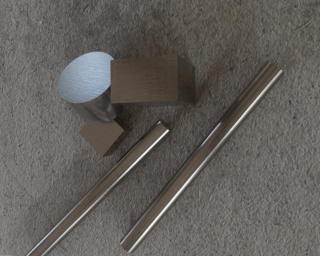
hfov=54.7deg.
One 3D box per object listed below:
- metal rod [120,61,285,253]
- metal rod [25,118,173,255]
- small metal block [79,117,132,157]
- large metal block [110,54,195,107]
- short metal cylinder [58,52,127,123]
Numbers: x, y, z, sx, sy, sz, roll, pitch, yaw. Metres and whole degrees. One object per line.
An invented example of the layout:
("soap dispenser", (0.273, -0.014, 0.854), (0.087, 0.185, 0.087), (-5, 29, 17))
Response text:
("metal rod", (0.045, 0.045, 0.392), (0.025, 0.025, 0.299), (41, 102, 15))
("metal rod", (-0.094, 0.099, 0.440), (0.299, 0.025, 0.025), (-45, 76, 14))
("small metal block", (-0.077, 0.005, 0.435), (0.050, 0.025, 0.050), (44, 103, 14))
("large metal block", (-0.005, -0.054, 0.381), (0.080, 0.080, 0.050), (-1, 90, 19))
("short metal cylinder", (-0.084, -0.053, 0.407), (0.080, 0.050, 0.080), (-8, 59, 14))
